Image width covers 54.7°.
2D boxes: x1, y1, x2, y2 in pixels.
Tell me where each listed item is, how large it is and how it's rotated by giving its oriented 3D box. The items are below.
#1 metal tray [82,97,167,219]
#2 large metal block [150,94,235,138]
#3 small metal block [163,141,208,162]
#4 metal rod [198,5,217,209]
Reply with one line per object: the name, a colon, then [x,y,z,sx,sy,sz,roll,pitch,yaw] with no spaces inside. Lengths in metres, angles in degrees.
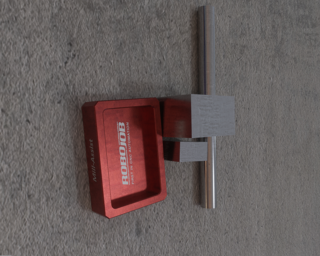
metal tray: [-0.039,0.031,0.369,0.091,0.030,0.129,-8,95,-40]
large metal block: [0.040,-0.015,0.405,0.081,0.080,0.050,-2,92,-40]
small metal block: [0.027,0.030,0.414,0.050,0.050,0.025,3,89,-40]
metal rod: [0.072,-0.030,0.467,0.025,0.025,0.298,-2,91,-40]
